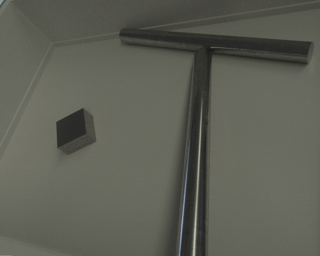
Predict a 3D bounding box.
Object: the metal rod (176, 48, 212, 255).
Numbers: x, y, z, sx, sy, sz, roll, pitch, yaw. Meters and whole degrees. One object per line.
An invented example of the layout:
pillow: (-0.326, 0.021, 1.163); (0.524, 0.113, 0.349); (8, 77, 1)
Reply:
metal rod: (0.042, 0.004, 0.333); (0.025, 0.025, 0.300); (-12, 42, 21)

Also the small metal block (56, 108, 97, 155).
small metal block: (-0.127, 0.005, 0.467); (0.050, 0.025, 0.050); (-26, 53, 12)

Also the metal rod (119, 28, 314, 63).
metal rod: (0.059, -0.124, 0.450); (0.300, 0.025, 0.025); (16, 70, 34)
